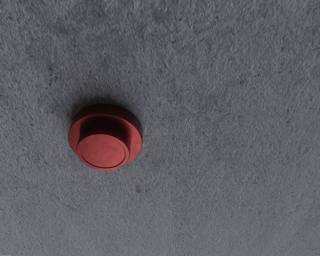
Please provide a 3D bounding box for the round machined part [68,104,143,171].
[{"bbox_3d":[-0.073,0.019,0.412,0.099,0.042,0.097,0,130,0],"label":"round machined part"}]
